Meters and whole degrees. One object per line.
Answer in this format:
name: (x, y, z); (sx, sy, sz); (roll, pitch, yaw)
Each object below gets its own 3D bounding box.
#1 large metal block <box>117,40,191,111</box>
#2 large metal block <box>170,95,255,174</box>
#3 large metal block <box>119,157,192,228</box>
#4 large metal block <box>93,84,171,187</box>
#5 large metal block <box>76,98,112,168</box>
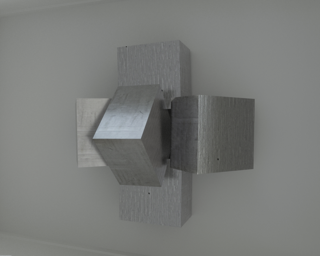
large metal block: (-0.006, -0.062, 0.395); (0.080, 0.050, 0.080); (-2, 90, 20)
large metal block: (0.059, 0.006, 0.351); (0.050, 0.081, 0.079); (2, 92, 58)
large metal block: (-0.004, 0.076, 0.397); (0.080, 0.050, 0.080); (1, 90, 20)
large metal block: (-0.023, 0.009, 0.346); (0.050, 0.080, 0.080); (-1, 46, 19)
large metal block: (-0.082, 0.005, 0.401); (0.050, 0.080, 0.080); (-1, 90, -16)
